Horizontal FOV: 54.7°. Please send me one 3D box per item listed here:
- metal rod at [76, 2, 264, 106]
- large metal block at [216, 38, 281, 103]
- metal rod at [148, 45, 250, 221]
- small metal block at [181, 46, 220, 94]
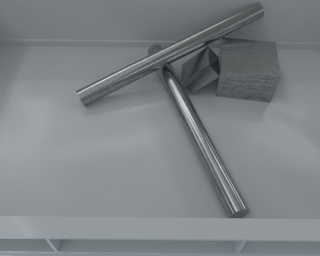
[{"bbox_3d":[0.020,-0.111,0.457,0.301,0.025,0.025,-28,55,-7],"label":"metal rod"},{"bbox_3d":[0.129,-0.088,0.465,0.080,0.050,0.080,7,50,5],"label":"large metal block"},{"bbox_3d":[0.038,-0.017,0.419,0.025,0.025,0.299,-14,51,-12],"label":"metal rod"},{"bbox_3d":[0.059,-0.085,0.456,0.050,0.025,0.050,-31,33,32],"label":"small metal block"}]
